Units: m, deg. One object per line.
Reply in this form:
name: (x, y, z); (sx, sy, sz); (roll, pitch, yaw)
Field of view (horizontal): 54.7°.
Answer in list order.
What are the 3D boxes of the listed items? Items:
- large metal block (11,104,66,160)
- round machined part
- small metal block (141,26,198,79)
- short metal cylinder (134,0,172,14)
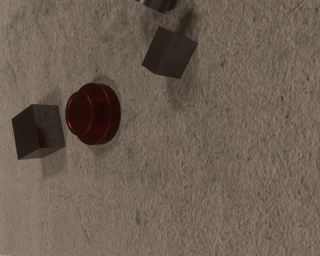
large metal block: (-0.225, 0.008, 0.570); (0.080, 0.050, 0.080); (-23, 76, 37)
round machined part: (-0.110, -0.022, 0.482); (0.098, 0.042, 0.097); (0, 90, 39)
small metal block: (0.012, -0.090, 0.377); (0.025, 0.050, 0.050); (40, 114, 32)
short metal cylinder: (-0.018, -0.183, 0.382); (0.080, 0.081, 0.050); (42, 115, 32)
